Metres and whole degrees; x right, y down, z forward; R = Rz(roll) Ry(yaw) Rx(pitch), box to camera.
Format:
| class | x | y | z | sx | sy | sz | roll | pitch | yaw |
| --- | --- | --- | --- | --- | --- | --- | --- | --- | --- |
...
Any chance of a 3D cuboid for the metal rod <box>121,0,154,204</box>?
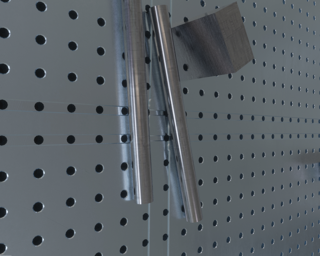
| class | x | y | z | sx | sy | sz | roll | pitch | yaw |
| --- | --- | --- | --- | --- | --- | --- | --- | --- | --- |
| metal rod | -0.029 | -0.056 | 0.384 | 0.025 | 0.025 | 0.298 | -6 | 94 | -40 |

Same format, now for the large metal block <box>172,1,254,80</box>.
| class | x | y | z | sx | sy | sz | roll | pitch | yaw |
| --- | --- | --- | --- | --- | --- | --- | --- | --- | --- |
| large metal block | 0.073 | -0.119 | 0.435 | 0.050 | 0.080 | 0.080 | -38 | 114 | -34 |

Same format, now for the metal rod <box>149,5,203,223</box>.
| class | x | y | z | sx | sy | sz | roll | pitch | yaw |
| --- | --- | --- | --- | --- | --- | --- | --- | --- | --- |
| metal rod | 0.024 | -0.013 | 0.429 | 0.025 | 0.025 | 0.298 | -17 | 101 | -39 |
